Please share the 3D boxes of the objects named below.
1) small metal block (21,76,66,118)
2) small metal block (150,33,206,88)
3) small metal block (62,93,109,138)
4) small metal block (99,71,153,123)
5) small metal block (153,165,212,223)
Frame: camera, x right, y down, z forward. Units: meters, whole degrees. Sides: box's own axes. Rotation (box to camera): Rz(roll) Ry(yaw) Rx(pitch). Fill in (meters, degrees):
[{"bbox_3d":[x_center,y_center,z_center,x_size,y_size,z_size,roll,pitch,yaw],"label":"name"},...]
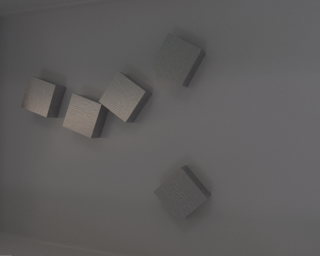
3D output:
[{"bbox_3d":[-0.178,-0.047,0.473,0.050,0.025,0.050,20,97,18],"label":"small metal block"},{"bbox_3d":[0.023,-0.087,0.402,0.050,0.025,0.050,32,100,17],"label":"small metal block"},{"bbox_3d":[-0.106,-0.018,0.448,0.050,0.025,0.050,21,97,18],"label":"small metal block"},{"bbox_3d":[-0.047,-0.042,0.427,0.050,0.025,0.050,37,102,16],"label":"small metal block"},{"bbox_3d":[0.029,0.084,0.400,0.050,0.025,0.050,-44,77,14],"label":"small metal block"}]
